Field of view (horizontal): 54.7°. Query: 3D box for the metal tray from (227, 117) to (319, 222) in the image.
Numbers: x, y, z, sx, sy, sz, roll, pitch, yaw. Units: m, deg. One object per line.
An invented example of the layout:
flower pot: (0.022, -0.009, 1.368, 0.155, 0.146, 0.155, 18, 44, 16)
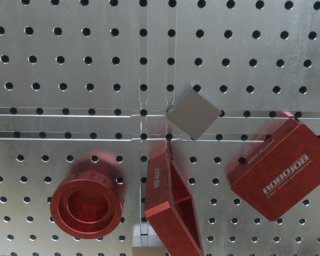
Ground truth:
metal tray: (0.172, 0.060, 0.434, 0.090, 0.030, 0.130, 40, 105, -14)

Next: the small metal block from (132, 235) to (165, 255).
small metal block: (-0.017, 0.197, 0.486, 0.050, 0.025, 0.050, -1, 110, 0)

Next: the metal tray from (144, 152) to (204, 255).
metal tray: (0.017, 0.098, 0.393, 0.030, 0.130, 0.090, -26, 108, 9)

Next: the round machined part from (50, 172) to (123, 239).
round machined part: (-0.101, 0.106, 0.442, 0.099, 0.042, 0.097, 0, 110, 0)

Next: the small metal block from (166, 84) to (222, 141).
small metal block: (0.044, -0.020, 0.406, 0.050, 0.025, 0.050, 37, 106, -13)
